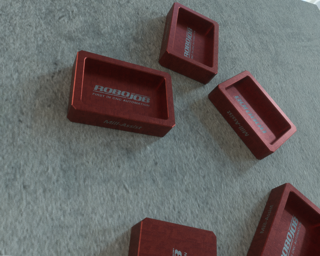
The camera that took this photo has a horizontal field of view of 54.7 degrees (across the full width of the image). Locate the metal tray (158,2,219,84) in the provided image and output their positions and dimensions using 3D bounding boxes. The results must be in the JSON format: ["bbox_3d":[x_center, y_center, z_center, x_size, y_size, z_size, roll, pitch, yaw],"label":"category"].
[{"bbox_3d":[0.051,-0.143,0.517,0.091,0.030,0.130,20,54,-17],"label":"metal tray"}]

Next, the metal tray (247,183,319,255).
[{"bbox_3d":[0.174,0.148,0.406,0.090,0.030,0.131,41,51,-1],"label":"metal tray"}]

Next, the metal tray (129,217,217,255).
[{"bbox_3d":[0.011,0.164,0.308,0.091,0.030,0.130,18,55,-18],"label":"metal tray"}]

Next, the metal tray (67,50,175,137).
[{"bbox_3d":[-0.047,-0.043,0.402,0.131,0.030,0.090,11,57,-23],"label":"metal tray"}]

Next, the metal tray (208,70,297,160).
[{"bbox_3d":[0.149,-0.024,0.498,0.091,0.030,0.130,-30,78,-38],"label":"metal tray"}]
